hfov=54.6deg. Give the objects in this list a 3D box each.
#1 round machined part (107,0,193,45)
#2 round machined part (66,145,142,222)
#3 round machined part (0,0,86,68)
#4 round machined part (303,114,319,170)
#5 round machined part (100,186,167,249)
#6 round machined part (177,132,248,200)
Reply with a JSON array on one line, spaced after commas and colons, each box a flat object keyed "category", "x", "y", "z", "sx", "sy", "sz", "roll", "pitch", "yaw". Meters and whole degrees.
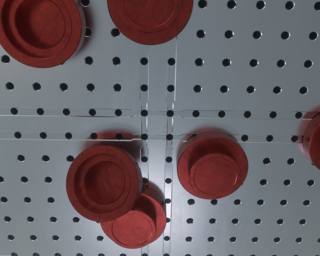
[{"category": "round machined part", "x": -0.011, "y": -0.144, "z": 0.351, "sx": 0.099, "sy": 0.042, "sz": 0.097, "roll": 0, "pitch": 110, "yaw": 0}, {"category": "round machined part", "x": -0.071, "y": 0.073, "z": 0.416, "sx": 0.098, "sy": 0.042, "sz": 0.098, "roll": -1, "pitch": 83, "yaw": 10}, {"category": "round machined part", "x": -0.135, "y": -0.121, "z": 0.359, "sx": 0.099, "sy": 0.042, "sz": 0.097, "roll": 0, "pitch": 110, "yaw": 0}, {"category": "round machined part", "x": 0.249, "y": 0.021, "z": 0.414, "sx": 0.099, "sy": 0.042, "sz": 0.097, "roll": 0, "pitch": 110, "yaw": 0}, {"category": "round machined part", "x": -0.039, "y": 0.136, "z": 0.454, "sx": 0.099, "sy": 0.042, "sz": 0.097, "roll": 0, "pitch": 110, "yaw": 0}, {"category": "round machined part", "x": 0.072, "y": 0.058, "z": 0.426, "sx": 0.099, "sy": 0.042, "sz": 0.097, "roll": 0, "pitch": 110, "yaw": 0}]
